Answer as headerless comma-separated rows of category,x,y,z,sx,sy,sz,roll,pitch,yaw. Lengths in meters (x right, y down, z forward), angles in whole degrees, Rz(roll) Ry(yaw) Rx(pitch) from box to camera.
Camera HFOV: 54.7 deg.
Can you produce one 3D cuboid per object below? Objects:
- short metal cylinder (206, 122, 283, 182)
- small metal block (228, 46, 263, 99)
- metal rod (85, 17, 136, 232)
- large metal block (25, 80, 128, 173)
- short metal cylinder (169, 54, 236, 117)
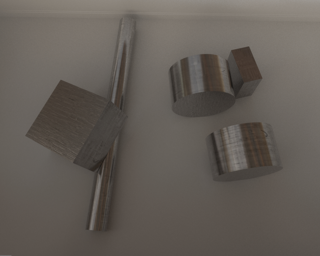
short metal cylinder,0.099,0.031,0.370,0.081,0.080,0.050,-7,70,-3
small metal block,0.112,-0.075,0.425,0.025,0.050,0.050,-14,71,-5
metal rod,-0.062,-0.019,0.415,0.025,0.025,0.299,5,70,1
large metal block,-0.100,-0.002,0.379,0.080,0.050,0.080,23,78,26
short metal cylinder,0.053,-0.052,0.400,0.081,0.080,0.050,-4,70,-2
